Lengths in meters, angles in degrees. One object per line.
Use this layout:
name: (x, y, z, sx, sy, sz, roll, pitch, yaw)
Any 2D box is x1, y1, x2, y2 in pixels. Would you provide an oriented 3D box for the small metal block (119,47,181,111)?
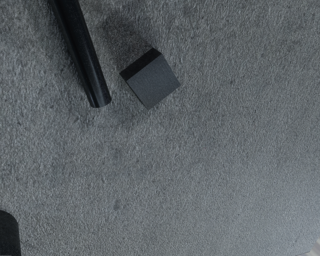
small metal block: (-0.011, -0.058, 0.367, 0.050, 0.025, 0.050, -39, 130, -3)

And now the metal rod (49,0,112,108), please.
metal rod: (-0.096, -0.147, 0.264, 0.025, 0.025, 0.298, -24, 128, -14)

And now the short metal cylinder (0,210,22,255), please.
short metal cylinder: (-0.209, 0.143, 0.365, 0.081, 0.050, 0.079, -14, 125, -21)
